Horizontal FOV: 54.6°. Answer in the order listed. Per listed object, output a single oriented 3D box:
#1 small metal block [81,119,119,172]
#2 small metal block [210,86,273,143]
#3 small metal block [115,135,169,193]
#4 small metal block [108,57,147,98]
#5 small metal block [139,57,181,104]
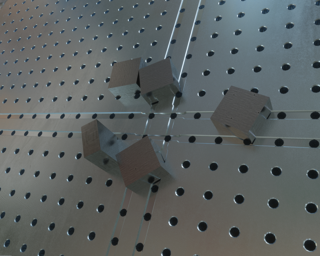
[{"bbox_3d":[-0.079,0.024,0.420,0.025,0.050,0.050,-26,53,13],"label":"small metal block"},{"bbox_3d":[0.097,-0.017,0.369,0.050,0.025,0.050,25,75,37],"label":"small metal block"},{"bbox_3d":[-0.023,0.046,0.393,0.050,0.025,0.050,-31,52,8],"label":"small metal block"},{"bbox_3d":[-0.049,-0.078,0.483,0.050,0.025,0.050,-7,59,25],"label":"small metal block"},{"bbox_3d":[-0.001,-0.069,0.452,0.050,0.025,0.050,-19,54,17],"label":"small metal block"}]
